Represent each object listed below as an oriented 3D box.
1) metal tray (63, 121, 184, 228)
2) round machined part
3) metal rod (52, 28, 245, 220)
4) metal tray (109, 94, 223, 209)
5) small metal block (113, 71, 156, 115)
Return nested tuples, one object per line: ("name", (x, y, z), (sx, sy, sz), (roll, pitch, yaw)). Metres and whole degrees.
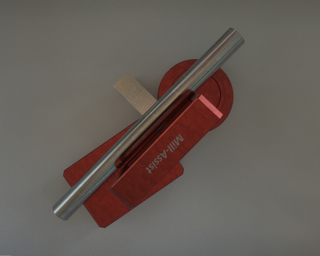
("metal tray", (-0.046, 0.056, 0.407), (0.130, 0.030, 0.090), (-35, 90, -1))
("round machined part", (0.046, -0.041, 0.402), (0.099, 0.042, 0.097), (0, 90, -1))
("metal rod", (-0.016, -0.002, 0.371), (0.025, 0.025, 0.300), (45, 94, -1))
("metal tray", (0.006, 0.020, 0.340), (0.030, 0.090, 0.130), (43, 96, -3))
("small metal block", (-0.030, -0.042, 0.397), (0.025, 0.050, 0.050), (-45, 91, 0))
